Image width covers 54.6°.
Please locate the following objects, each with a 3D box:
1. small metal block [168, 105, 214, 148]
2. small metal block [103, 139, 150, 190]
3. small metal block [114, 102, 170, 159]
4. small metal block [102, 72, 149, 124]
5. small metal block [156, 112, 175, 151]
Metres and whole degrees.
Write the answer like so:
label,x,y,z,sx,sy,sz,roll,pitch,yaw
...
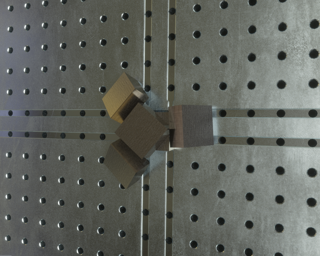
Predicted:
label,x,y,z,sx,sy,sz,roll,pitch,yaw
small metal block,0.039,-0.002,0.383,0.025,0.050,0.050,-4,88,53
small metal block,-0.046,0.047,0.416,0.050,0.025,0.050,47,142,14
small metal block,-0.020,0.003,0.393,0.050,0.025,0.050,43,103,14
small metal block,-0.047,-0.040,0.417,0.050,0.025,0.050,-48,40,13
small metal block,-0.007,0.003,0.416,0.050,0.025,0.050,2,93,20
